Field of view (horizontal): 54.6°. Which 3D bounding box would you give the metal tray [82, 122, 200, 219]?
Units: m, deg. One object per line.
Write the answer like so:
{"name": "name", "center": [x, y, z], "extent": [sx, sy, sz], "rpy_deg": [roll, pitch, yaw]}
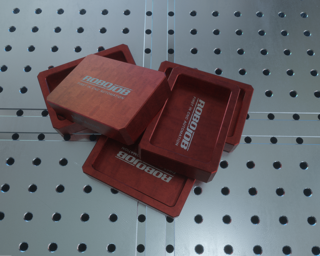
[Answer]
{"name": "metal tray", "center": [-0.019, 0.045, 0.392], "extent": [0.130, 0.030, 0.090], "rpy_deg": [25, 72, 9]}

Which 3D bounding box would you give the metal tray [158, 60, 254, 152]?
{"name": "metal tray", "center": [0.050, -0.031, 0.420], "extent": [0.130, 0.030, 0.090], "rpy_deg": [18, 71, 7]}

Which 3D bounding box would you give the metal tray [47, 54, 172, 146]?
{"name": "metal tray", "center": [-0.063, -0.040, 0.380], "extent": [0.130, 0.030, 0.090], "rpy_deg": [20, 62, 30]}

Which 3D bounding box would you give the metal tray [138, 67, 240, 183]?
{"name": "metal tray", "center": [0.038, -0.009, 0.379], "extent": [0.090, 0.030, 0.130], "rpy_deg": [19, 60, 7]}

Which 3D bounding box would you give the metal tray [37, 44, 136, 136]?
{"name": "metal tray", "center": [-0.091, -0.054, 0.428], "extent": [0.131, 0.030, 0.090], "rpy_deg": [-21, 71, -7]}
